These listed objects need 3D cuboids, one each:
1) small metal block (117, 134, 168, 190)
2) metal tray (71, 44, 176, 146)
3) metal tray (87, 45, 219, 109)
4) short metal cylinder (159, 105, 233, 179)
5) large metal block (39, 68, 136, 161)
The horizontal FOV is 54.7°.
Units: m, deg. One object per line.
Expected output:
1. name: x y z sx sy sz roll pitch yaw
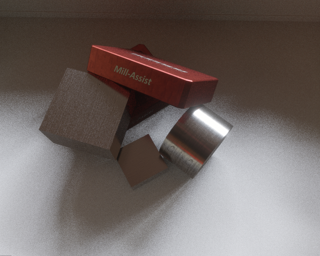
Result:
1. small metal block: -0.024 0.043 0.392 0.050 0.025 0.050 -27 73 -10
2. metal tray: -0.054 -0.047 0.421 0.131 0.030 0.090 -32 74 -12
3. metal tray: -0.008 -0.063 0.365 0.130 0.091 0.030 24 110 23
4. short metal cylinder: 0.044 0.015 0.375 0.050 0.080 0.080 38 74 12
5. large metal block: -0.080 -0.015 0.365 0.080 0.050 0.080 16 71 5
